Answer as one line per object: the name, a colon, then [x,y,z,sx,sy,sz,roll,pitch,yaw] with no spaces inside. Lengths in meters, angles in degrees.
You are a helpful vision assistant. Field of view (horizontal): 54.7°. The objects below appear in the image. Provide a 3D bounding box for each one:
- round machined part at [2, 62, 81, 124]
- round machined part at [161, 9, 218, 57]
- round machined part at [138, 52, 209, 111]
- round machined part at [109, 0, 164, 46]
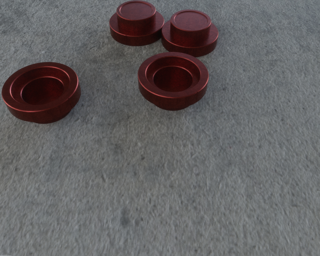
round machined part: [-0.159,-0.044,0.427,0.099,0.042,0.098,0,50,0]
round machined part: [0.052,-0.169,0.535,0.099,0.042,0.098,1,50,0]
round machined part: [0.018,-0.063,0.445,0.099,0.042,0.098,0,50,0]
round machined part: [-0.042,-0.192,0.553,0.099,0.042,0.098,0,50,0]
